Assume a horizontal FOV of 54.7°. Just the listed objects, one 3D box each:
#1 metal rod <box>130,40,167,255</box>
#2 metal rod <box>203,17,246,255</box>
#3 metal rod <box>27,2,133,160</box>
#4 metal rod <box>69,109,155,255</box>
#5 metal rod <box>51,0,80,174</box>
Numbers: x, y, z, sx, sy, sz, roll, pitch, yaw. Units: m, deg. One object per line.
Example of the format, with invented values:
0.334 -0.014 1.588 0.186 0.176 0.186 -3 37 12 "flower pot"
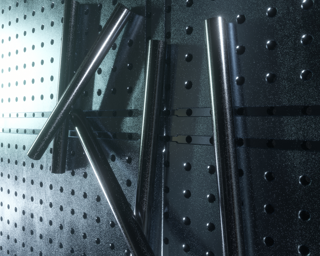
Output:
-0.016 0.034 0.420 0.025 0.025 0.298 8 95 39 "metal rod"
0.073 0.026 0.347 0.025 0.025 0.298 -7 86 39 "metal rod"
-0.136 -0.063 0.497 0.025 0.025 0.299 49 112 28 "metal rod"
-0.072 0.081 0.442 0.025 0.025 0.300 -53 52 27 "metal rod"
-0.167 -0.068 0.543 0.025 0.025 0.298 11 97 39 "metal rod"
